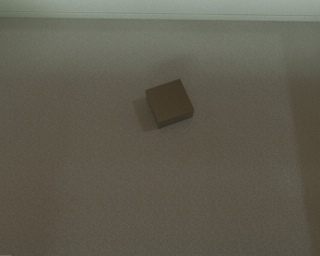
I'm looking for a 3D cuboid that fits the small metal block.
[{"bbox_3d":[0.013,-0.033,0.422,0.050,0.025,0.050,-20,71,-7],"label":"small metal block"}]
